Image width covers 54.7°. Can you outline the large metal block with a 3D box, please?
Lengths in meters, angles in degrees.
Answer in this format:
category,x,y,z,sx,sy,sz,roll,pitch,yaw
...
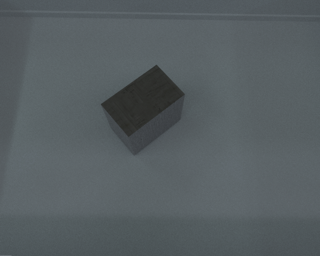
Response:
category,x,y,z,sx,sy,sz,roll,pitch,yaw
large metal block,-0.019,-0.019,0.384,0.080,0.080,0.050,-38,75,-13
